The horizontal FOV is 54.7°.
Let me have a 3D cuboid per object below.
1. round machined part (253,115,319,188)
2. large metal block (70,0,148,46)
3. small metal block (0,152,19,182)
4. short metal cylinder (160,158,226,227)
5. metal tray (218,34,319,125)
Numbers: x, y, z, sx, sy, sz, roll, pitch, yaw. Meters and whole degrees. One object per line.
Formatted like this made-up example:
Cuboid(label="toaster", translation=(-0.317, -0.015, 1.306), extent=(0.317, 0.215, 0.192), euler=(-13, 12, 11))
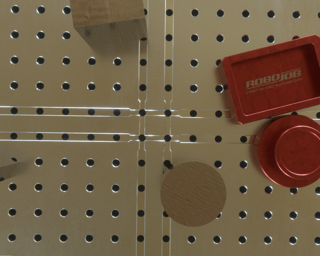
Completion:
Cuboid(label="round machined part", translation=(0.178, 0.031, 0.407), extent=(0.099, 0.042, 0.097), euler=(0, 90, -1))
Cuboid(label="large metal block", translation=(-0.060, -0.142, 0.385), extent=(0.081, 0.080, 0.050), euler=(-8, 90, 0))
Cuboid(label="small metal block", translation=(-0.221, 0.046, 0.398), extent=(0.050, 0.050, 0.025), euler=(29, 90, -1))
Cuboid(label="short metal cylinder", translation=(0.041, 0.080, 0.402), extent=(0.081, 0.050, 0.079), euler=(0, 90, -1))
Cuboid(label="metal tray", translation=(0.153, -0.063, 0.412), extent=(0.131, 0.030, 0.089), euler=(-14, 90, -1))
